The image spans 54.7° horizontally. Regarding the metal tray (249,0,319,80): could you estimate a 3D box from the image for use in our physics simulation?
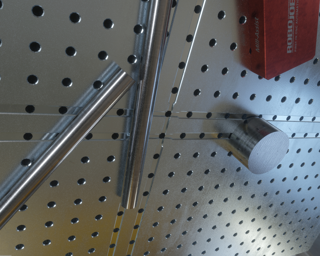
[{"bbox_3d":[0.167,-0.140,0.415,0.091,0.030,0.129,-26,128,-13],"label":"metal tray"}]

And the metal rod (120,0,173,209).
[{"bbox_3d":[-0.021,-0.020,0.388,0.025,0.025,0.298,-4,120,-27],"label":"metal rod"}]

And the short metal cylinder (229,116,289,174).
[{"bbox_3d":[0.160,0.028,0.503,0.081,0.050,0.079,-14,125,-21],"label":"short metal cylinder"}]

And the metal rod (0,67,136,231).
[{"bbox_3d":[-0.139,0.048,0.365,0.300,0.025,0.025,-47,130,4],"label":"metal rod"}]
